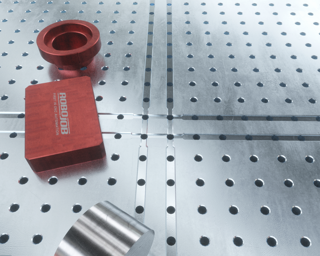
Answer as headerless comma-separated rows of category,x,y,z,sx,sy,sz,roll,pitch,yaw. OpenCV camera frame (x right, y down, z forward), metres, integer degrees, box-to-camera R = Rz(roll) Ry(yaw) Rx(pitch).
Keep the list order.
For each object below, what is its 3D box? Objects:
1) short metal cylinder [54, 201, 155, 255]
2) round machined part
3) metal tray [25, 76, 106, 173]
short metal cylinder,-0.048,0.113,0.276,0.050,0.080,0.080,27,55,21
round machined part,-0.145,-0.132,0.506,0.099,0.042,0.098,0,50,0
metal tray,-0.128,-0.011,0.412,0.091,0.030,0.130,-12,51,-10
